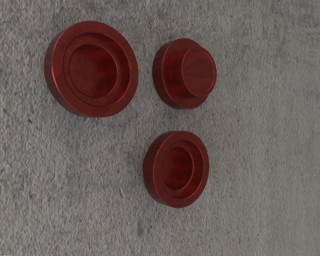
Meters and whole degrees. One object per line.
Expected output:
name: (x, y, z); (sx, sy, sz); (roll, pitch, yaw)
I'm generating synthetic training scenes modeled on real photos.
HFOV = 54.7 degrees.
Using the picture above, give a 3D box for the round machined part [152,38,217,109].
round machined part: (0.041, -0.075, 0.427); (0.099, 0.042, 0.097); (0, 90, -40)

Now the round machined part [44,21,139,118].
round machined part: (-0.075, -0.060, 0.331); (0.099, 0.042, 0.097); (0, 90, -40)

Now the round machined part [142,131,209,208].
round machined part: (0.016, 0.052, 0.407); (0.099, 0.042, 0.097); (0, 90, -40)
